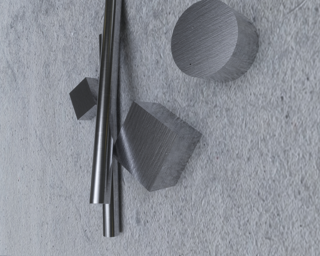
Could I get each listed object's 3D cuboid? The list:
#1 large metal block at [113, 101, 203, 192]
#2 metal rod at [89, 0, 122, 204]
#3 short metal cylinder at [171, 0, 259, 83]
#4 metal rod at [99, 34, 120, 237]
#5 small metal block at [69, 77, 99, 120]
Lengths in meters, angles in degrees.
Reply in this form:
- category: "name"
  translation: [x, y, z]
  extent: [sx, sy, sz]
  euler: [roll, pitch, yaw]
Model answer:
- category: "large metal block"
  translation: [-0.007, 0.021, 0.392]
  extent: [0.080, 0.050, 0.079]
  euler: [38, 113, 33]
- category: "metal rod"
  translation: [-0.071, -0.051, 0.419]
  extent: [0.025, 0.025, 0.299]
  euler: [-12, 69, 39]
- category: "short metal cylinder"
  translation: [0.059, -0.092, 0.338]
  extent: [0.080, 0.050, 0.079]
  euler: [0, 90, 39]
- category: "metal rod"
  translation: [-0.076, 0.010, 0.465]
  extent: [0.025, 0.025, 0.298]
  euler: [-2, 89, 39]
- category: "small metal block"
  translation: [-0.115, -0.046, 0.497]
  extent: [0.050, 0.025, 0.050]
  euler: [-34, 69, 34]
